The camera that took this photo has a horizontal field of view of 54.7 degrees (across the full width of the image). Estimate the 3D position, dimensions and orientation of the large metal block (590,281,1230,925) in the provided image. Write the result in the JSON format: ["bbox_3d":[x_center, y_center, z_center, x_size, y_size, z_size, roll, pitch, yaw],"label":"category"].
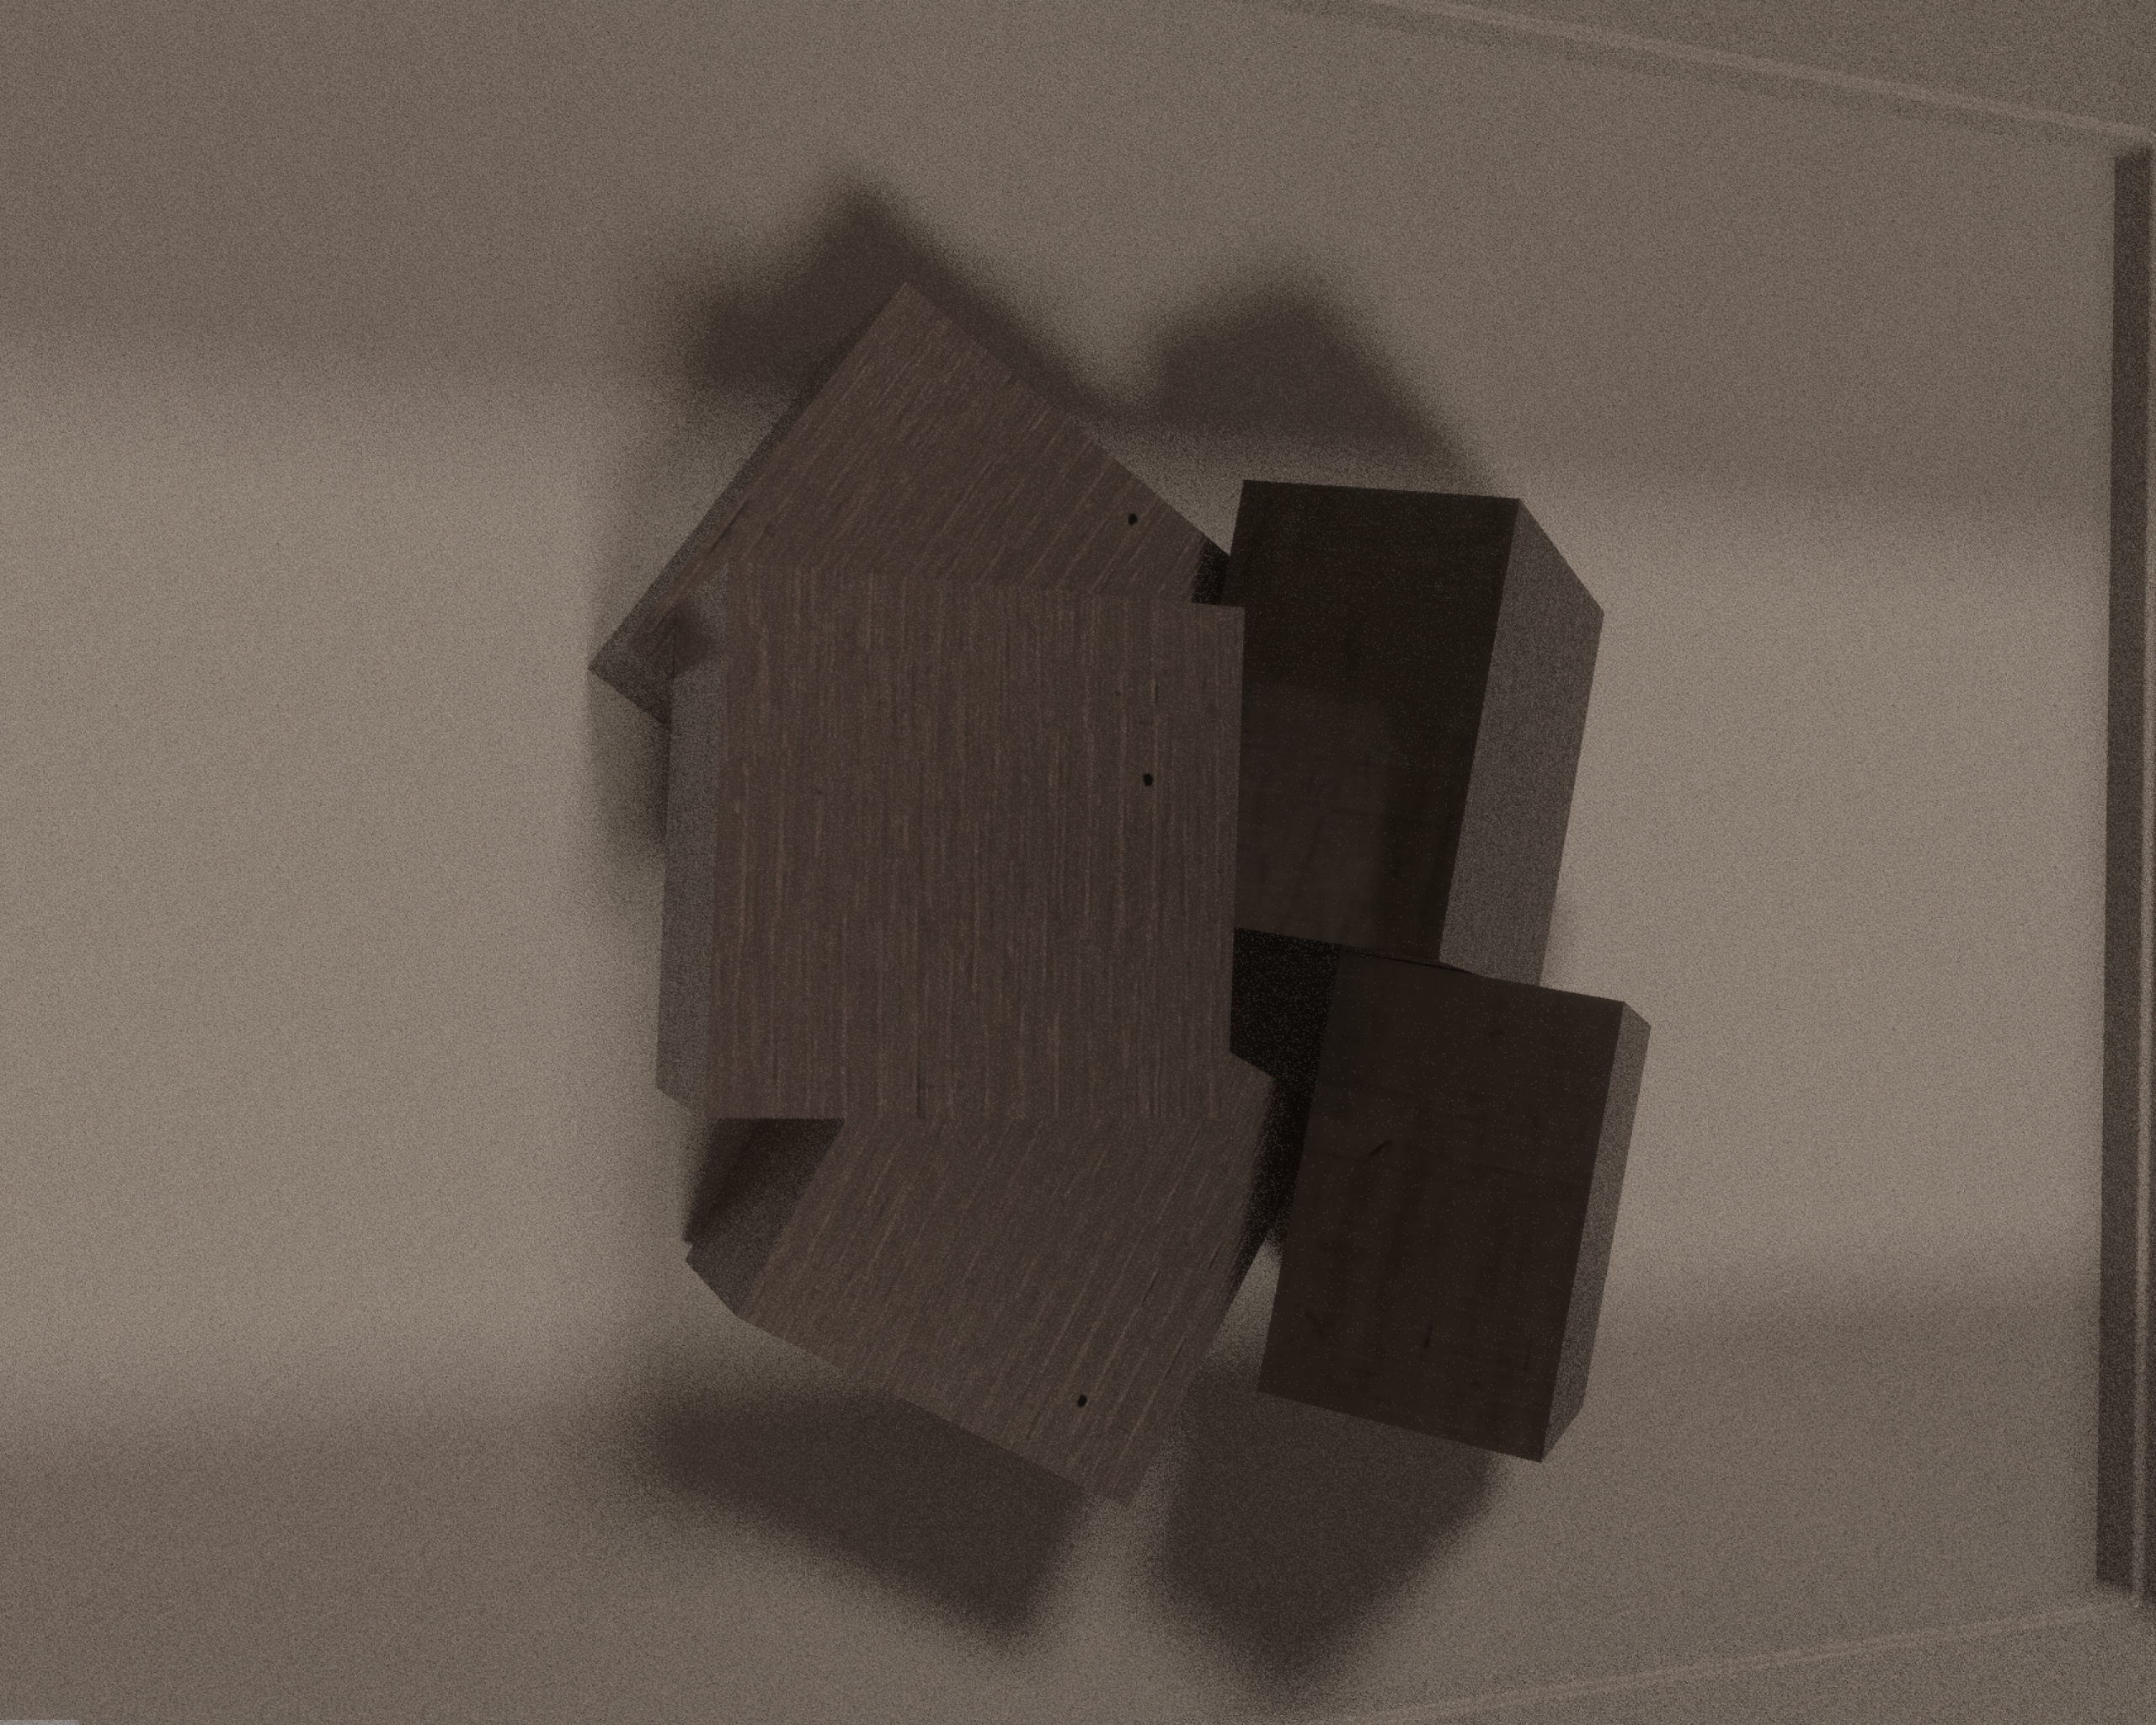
[{"bbox_3d":[-0.030,-0.045,0.386,0.080,0.050,0.080,38,78,-17],"label":"large metal block"}]

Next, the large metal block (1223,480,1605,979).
[{"bbox_3d":[0.061,-0.021,0.397,0.080,0.050,0.080,19,81,-65],"label":"large metal block"}]

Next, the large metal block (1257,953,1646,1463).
[{"bbox_3d":[0.076,0.064,0.402,0.050,0.080,0.080,10,86,19],"label":"large metal block"}]

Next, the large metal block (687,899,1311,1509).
[{"bbox_3d":[-0.014,0.060,0.389,0.080,0.050,0.080,31,80,-18],"label":"large metal block"}]

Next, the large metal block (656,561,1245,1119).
[{"bbox_3d":[-0.022,-0.001,0.334,0.081,0.050,0.080,3,88,-19],"label":"large metal block"}]
